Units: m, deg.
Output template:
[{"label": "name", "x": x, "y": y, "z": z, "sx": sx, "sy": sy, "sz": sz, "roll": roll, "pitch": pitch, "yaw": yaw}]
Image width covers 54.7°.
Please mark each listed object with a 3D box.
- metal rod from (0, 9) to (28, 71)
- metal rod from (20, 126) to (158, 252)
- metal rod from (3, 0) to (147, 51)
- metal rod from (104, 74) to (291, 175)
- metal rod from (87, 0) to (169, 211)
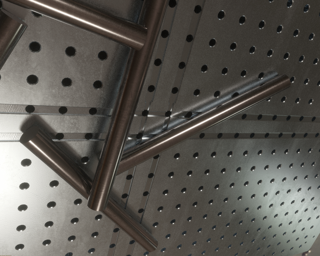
[{"label": "metal rod", "x": -0.219, "y": 0.019, "z": 0.302, "sx": 0.025, "sy": 0.025, "sz": 0.299, "roll": 30, "pitch": 102, "yaw": -38}, {"label": "metal rod", "x": -0.079, "y": 0.103, "z": 0.433, "sx": 0.025, "sy": 0.025, "sz": 0.299, "roll": -37, "pitch": 130, "yaw": -4}, {"label": "metal rod", "x": -0.147, "y": -0.122, "z": 0.239, "sx": 0.302, "sy": 0.025, "sz": 0.025, "roll": 14, "pitch": 111, "yaw": -29}, {"label": "metal rod", "x": 0.058, "y": -0.007, "z": 0.440, "sx": 0.302, "sy": 0.025, "sz": 0.025, "roll": -26, "pitch": 128, "yaw": -13}, {"label": "metal rod", "x": -0.035, "y": -0.037, "z": 0.353, "sx": 0.025, "sy": 0.025, "sz": 0.298, "roll": 8, "pitch": 109, "yaw": -32}]
